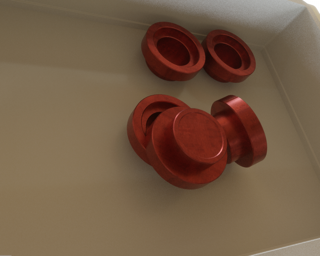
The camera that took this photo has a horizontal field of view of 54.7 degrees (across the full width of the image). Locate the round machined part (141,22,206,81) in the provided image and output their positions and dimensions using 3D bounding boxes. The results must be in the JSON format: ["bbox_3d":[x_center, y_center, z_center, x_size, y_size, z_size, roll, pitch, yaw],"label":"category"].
[{"bbox_3d":[0.017,-0.111,0.473,0.099,0.042,0.098,14,56,-21],"label":"round machined part"}]

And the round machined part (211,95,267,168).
[{"bbox_3d":[0.093,0.009,0.412,0.042,0.098,0.098,-24,74,-12],"label":"round machined part"}]

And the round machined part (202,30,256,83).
[{"bbox_3d":[0.110,-0.116,0.528,0.099,0.042,0.098,14,56,-21],"label":"round machined part"}]

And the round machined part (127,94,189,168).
[{"bbox_3d":[0.004,0.009,0.393,0.099,0.042,0.098,14,56,-21],"label":"round machined part"}]

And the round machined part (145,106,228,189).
[{"bbox_3d":[0.036,0.016,0.352,0.099,0.042,0.098,14,56,-21],"label":"round machined part"}]
